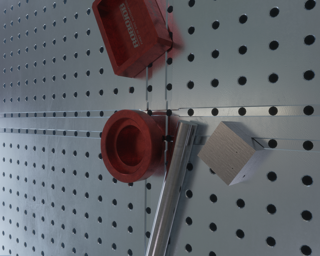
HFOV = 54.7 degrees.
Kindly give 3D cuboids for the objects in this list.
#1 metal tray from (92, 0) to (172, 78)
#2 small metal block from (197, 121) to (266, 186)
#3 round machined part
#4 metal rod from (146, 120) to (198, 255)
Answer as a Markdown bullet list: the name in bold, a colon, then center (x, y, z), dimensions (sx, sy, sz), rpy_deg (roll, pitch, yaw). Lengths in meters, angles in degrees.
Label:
- **metal tray**: center (-0.044, -0.149, 0.441), dimensions (0.090, 0.030, 0.130), rpy_deg (-32, 71, 35)
- **small metal block**: center (0.078, 0.027, 0.345), dimensions (0.050, 0.025, 0.050), rpy_deg (46, 117, 30)
- **round machined part**: center (-0.034, 0.024, 0.426), dimensions (0.098, 0.042, 0.097), rpy_deg (0, 90, 40)
- **metal rod**: center (0.001, 0.136, 0.407), dimensions (0.025, 0.025, 0.298), rpy_deg (21, 103, 38)
